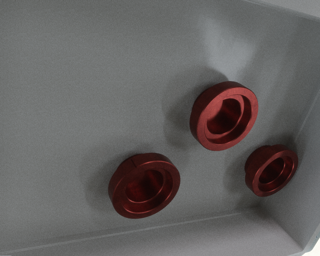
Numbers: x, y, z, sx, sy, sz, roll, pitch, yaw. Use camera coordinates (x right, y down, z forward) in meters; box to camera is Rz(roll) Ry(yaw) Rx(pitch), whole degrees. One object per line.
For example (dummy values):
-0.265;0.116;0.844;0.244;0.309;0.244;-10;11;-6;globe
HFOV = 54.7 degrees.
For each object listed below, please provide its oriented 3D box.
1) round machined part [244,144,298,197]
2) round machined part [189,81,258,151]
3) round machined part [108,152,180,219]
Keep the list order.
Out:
0.189;0.069;0.543;0.099;0.042;0.097;-14;124;-21;round machined part
0.083;-0.020;0.431;0.099;0.042;0.097;-14;124;-21;round machined part
-0.025;0.075;0.430;0.099;0.042;0.097;-14;124;-21;round machined part
